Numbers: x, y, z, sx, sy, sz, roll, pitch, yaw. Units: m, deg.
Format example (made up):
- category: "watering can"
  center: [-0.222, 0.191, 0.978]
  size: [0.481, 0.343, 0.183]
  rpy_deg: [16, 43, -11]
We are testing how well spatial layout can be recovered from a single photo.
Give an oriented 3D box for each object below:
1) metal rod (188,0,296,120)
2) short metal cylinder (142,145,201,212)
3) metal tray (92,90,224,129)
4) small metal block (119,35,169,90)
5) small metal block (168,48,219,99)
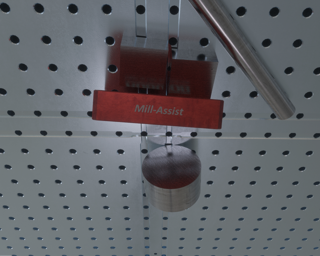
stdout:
- category: "metal rod"
  center: [0.064, -0.107, 0.320]
  size: [0.025, 0.025, 0.300]
  rpy_deg: [-33, 123, 24]
- category: "short metal cylinder"
  center: [0.017, 0.070, 0.435]
  size: [0.080, 0.080, 0.050]
  rpy_deg: [-3, 130, 2]
- category: "metal tray"
  center: [-0.004, -0.021, 0.350]
  size: [0.131, 0.090, 0.030]
  rpy_deg: [4, 94, -4]
- category: "small metal block"
  center: [-0.019, -0.073, 0.349]
  size: [0.050, 0.025, 0.050]
  rpy_deg: [5, 130, -4]
- category: "small metal block"
  center: [0.036, -0.062, 0.359]
  size: [0.050, 0.025, 0.050]
  rpy_deg: [3, 130, -3]
